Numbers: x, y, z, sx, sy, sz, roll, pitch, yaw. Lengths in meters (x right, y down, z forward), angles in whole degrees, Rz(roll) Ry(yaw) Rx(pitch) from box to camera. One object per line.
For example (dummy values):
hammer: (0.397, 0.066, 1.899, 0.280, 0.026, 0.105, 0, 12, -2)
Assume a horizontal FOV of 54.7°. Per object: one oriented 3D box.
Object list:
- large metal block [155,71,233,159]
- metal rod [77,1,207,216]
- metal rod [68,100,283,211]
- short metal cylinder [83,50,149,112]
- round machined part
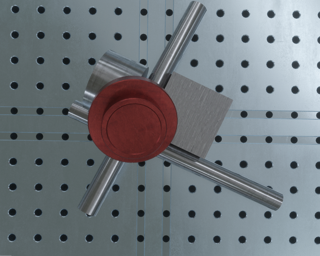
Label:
large metal block: (0.035, -0.016, 0.398, 0.080, 0.050, 0.080, 26, 90, -1)
metal rod: (-0.019, -0.030, 0.394, 0.025, 0.025, 0.299, 28, 82, -1)
metal rod: (0.021, 0.037, 0.413, 0.301, 0.025, 0.025, 25, 90, -1)
short metal cylinder: (-0.054, -0.049, 0.384, 0.050, 0.080, 0.080, 25, 90, -1)
round machined part: (-0.029, -0.005, 0.339, 0.099, 0.042, 0.097, -3, 110, -7)
